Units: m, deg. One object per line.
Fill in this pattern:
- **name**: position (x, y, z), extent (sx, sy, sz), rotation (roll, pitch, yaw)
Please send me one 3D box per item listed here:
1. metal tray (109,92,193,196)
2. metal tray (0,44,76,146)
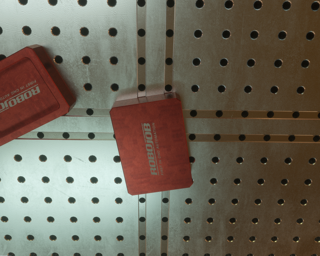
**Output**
- **metal tray**: position (-0.009, 0.023, 0.419), extent (0.091, 0.030, 0.129), rotation (-9, 110, 2)
- **metal tray**: position (-0.188, -0.037, 0.394), extent (0.130, 0.030, 0.090), rotation (-25, 109, 8)
